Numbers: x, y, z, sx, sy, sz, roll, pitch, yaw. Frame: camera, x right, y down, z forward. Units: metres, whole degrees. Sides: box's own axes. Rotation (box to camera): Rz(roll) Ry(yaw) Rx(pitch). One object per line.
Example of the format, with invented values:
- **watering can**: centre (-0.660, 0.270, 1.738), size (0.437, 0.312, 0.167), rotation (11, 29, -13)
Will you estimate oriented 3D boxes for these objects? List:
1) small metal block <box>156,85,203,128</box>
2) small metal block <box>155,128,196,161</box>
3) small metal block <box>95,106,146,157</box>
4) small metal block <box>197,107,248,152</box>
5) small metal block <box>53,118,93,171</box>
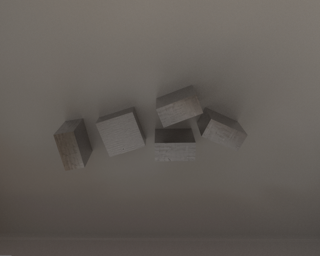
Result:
- **small metal block**: centre (0.023, -0.028, 0.388), size (0.050, 0.050, 0.025), rotation (-20, 109, 7)
- **small metal block**: centre (0.019, 0.021, 0.406), size (0.050, 0.050, 0.025), rotation (-1, 110, 0)
- **small metal block**: centre (-0.051, 0.005, 0.412), size (0.050, 0.025, 0.050), rotation (-17, 110, 6)
- **small metal block**: centre (0.078, 0.001, 0.399), size (0.050, 0.050, 0.025), rotation (23, 108, -9)
- **small metal block**: centre (-0.112, 0.020, 0.404), size (0.025, 0.050, 0.050), rotation (-10, 110, 3)
